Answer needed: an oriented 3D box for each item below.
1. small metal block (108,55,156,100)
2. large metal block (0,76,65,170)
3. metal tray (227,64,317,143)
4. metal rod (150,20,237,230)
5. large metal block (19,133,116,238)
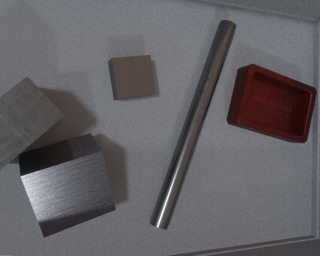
[{"bbox_3d":[-0.036,-0.065,0.398,0.050,0.025,0.050,-10,94,-20],"label":"small metal block"},{"bbox_3d":[-0.151,-0.004,0.326,0.080,0.080,0.050,-44,104,-15],"label":"large metal block"},{"bbox_3d":[0.173,-0.034,0.473,0.131,0.030,0.090,15,85,-20],"label":"metal tray"},{"bbox_3d":[0.048,-0.010,0.429,0.025,0.025,0.299,22,82,-19],"label":"metal rod"},{"bbox_3d":[-0.102,0.061,0.346,0.081,0.050,0.079,-17,118,-20],"label":"large metal block"}]
